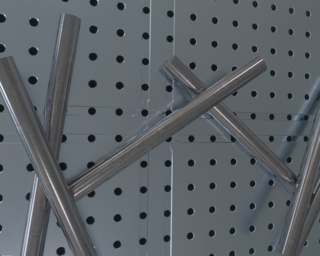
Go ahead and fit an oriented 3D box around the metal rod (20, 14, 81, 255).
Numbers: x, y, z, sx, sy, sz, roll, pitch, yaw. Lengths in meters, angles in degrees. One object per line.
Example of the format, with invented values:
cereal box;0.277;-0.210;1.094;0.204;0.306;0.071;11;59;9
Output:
metal rod;-0.129;0.016;0.364;0.025;0.025;0.299;9;87;-20

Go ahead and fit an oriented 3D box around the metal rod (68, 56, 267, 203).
metal rod;0.014;-0.004;0.398;0.301;0.025;0.025;-34;101;-10

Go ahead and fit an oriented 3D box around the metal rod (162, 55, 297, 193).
metal rod;0.120;0.007;0.456;0.300;0.025;0.025;42;77;-15

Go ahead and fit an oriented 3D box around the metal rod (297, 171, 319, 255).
metal rod;0.276;0.077;0.513;0.025;0.025;0.300;34;79;-17

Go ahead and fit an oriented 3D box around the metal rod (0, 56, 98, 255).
metal rod;-0.115;0.070;0.346;0.025;0.025;0.299;-23;107;-18

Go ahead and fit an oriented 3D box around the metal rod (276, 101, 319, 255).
metal rod;0.234;0.048;0.476;0.025;0.025;0.300;30;72;-18
